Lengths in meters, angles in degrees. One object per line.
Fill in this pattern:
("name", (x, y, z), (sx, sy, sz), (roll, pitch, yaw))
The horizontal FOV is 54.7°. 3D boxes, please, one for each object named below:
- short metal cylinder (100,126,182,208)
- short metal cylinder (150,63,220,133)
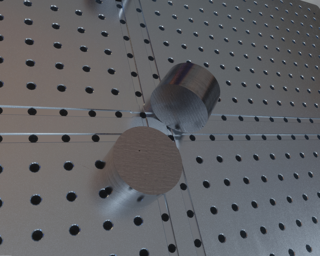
("short metal cylinder", (-0.022, 0.045, 0.353), (0.081, 0.050, 0.080), (14, 56, -21))
("short metal cylinder", (0.034, -0.040, 0.415), (0.080, 0.080, 0.050), (36, 51, -4))
